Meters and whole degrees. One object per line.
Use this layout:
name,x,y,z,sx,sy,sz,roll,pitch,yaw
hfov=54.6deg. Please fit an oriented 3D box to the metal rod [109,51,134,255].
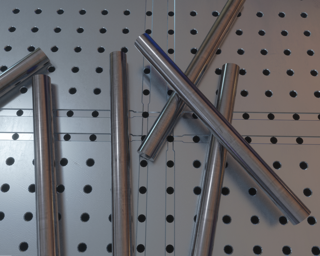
metal rod,-0.051,0.035,0.398,0.025,0.025,0.299,-4,70,-1

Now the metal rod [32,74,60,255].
metal rod,-0.142,0.069,0.385,0.025,0.025,0.299,-9,70,-3

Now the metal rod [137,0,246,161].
metal rod,0.054,-0.087,0.443,0.025,0.025,0.300,28,72,9

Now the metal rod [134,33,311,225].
metal rod,0.067,-0.010,0.387,0.025,0.025,0.300,-36,74,-12

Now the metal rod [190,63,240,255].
metal rod,0.070,0.051,0.393,0.025,0.025,0.299,12,70,4

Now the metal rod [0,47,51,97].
metal rod,-0.278,-0.011,0.414,0.301,0.025,0.025,-41,75,-14
